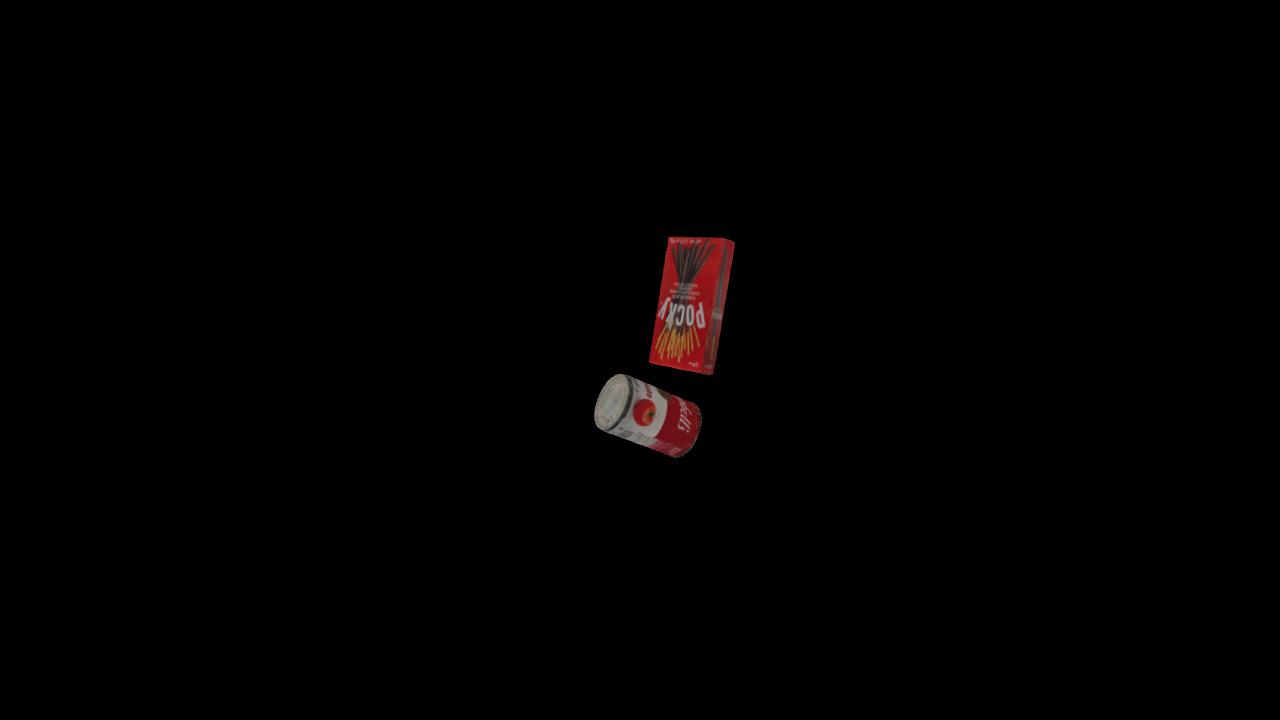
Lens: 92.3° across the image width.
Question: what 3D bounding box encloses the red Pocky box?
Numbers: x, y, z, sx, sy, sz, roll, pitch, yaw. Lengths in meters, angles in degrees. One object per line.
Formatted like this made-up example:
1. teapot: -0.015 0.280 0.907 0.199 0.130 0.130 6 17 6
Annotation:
1. red Pocky box: 0.059 -0.065 0.713 0.083 0.155 0.028 11 3 42

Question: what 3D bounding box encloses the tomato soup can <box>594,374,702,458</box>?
1. tomato soup can: 0.008 0.062 0.681 0.101 0.068 0.068 24 -12 -28
